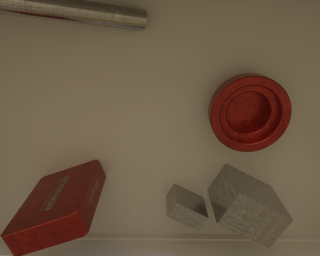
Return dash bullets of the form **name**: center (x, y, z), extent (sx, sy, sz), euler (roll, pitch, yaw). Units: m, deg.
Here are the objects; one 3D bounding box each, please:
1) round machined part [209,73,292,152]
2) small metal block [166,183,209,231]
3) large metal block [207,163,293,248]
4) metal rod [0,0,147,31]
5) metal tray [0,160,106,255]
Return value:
- **round machined part**: center (0.111, -0.022, 0.396), extent (0.099, 0.042, 0.097), euler (0, 110, -1)
- **small metal block**: center (0.037, 0.112, 0.440), extent (0.050, 0.050, 0.025), euler (28, 108, -10)
- **large metal block**: center (0.118, 0.103, 0.422), extent (0.080, 0.080, 0.050), euler (27, 108, -10)
- **metal rod**: center (-0.156, -0.123, 0.300), extent (0.303, 0.025, 0.025), euler (-2, 112, -26)
- **metal tray**: center (-0.124, 0.093, 0.388), extent (0.090, 0.130, 0.030), euler (-18, 109, 6)
